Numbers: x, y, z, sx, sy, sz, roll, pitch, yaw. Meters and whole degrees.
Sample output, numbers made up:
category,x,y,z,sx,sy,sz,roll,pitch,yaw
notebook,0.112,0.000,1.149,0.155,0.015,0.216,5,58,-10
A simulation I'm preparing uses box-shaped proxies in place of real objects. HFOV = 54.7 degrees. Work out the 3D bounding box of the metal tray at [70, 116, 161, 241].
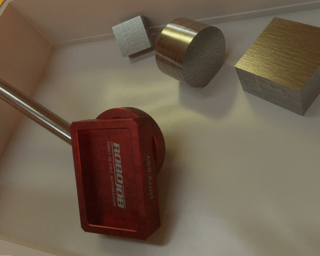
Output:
category,x,y,z,sx,sy,sz,roll,pitch,yaw
metal tray,-0.051,0.054,0.350,0.090,0.030,0.129,-2,96,26

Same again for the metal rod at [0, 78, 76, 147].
category,x,y,z,sx,sy,sz,roll,pitch,yaw
metal rod,-0.194,-0.034,0.445,0.301,0.025,0.025,31,78,11

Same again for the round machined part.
category,x,y,z,sx,sy,sz,roll,pitch,yaw
round machined part,-0.037,0.022,0.380,0.098,0.042,0.097,4,98,26

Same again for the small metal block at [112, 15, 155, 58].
category,x,y,z,sx,sy,sz,roll,pitch,yaw
small metal block,-0.042,-0.147,0.498,0.050,0.050,0.025,-16,12,18

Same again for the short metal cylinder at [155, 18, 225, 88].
category,x,y,z,sx,sy,sz,roll,pitch,yaw
short metal cylinder,0.041,-0.099,0.409,0.050,0.080,0.080,33,80,38

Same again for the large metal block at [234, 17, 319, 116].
category,x,y,z,sx,sy,sz,roll,pitch,yaw
large metal block,0.148,-0.072,0.356,0.080,0.050,0.080,33,80,38
